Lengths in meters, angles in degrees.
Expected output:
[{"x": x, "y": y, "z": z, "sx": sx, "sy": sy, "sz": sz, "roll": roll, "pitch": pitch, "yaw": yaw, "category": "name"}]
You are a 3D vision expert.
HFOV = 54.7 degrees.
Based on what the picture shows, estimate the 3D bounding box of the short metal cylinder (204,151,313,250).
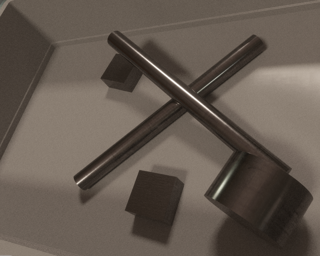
[{"x": 0.088, "y": 0.065, "z": 0.284, "sx": 0.080, "sy": 0.080, "sz": 0.050, "roll": 29, "pitch": 78, "yaw": 37, "category": "short metal cylinder"}]

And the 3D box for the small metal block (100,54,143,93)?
[{"x": -0.057, "y": -0.087, "z": 0.487, "sx": 0.050, "sy": 0.025, "sz": 0.050, "roll": 16, "pitch": 70, "yaw": 34, "category": "small metal block"}]

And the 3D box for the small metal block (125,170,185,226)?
[{"x": -0.006, "y": 0.080, "z": 0.358, "sx": 0.050, "sy": 0.025, "sz": 0.050, "roll": 6, "pitch": 64, "yaw": 30, "category": "small metal block"}]

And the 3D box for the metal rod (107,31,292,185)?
[{"x": 0.029, "y": -0.041, "z": 0.383, "sx": 0.025, "sy": 0.025, "sz": 0.300, "roll": -45, "pitch": 61, "yaw": -3, "category": "metal rod"}]

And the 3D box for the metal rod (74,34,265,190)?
[{"x": 0.011, "y": -0.019, "z": 0.410, "sx": 0.300, "sy": 0.025, "sz": 0.025, "roll": -38, "pitch": 51, "yaw": 2, "category": "metal rod"}]
